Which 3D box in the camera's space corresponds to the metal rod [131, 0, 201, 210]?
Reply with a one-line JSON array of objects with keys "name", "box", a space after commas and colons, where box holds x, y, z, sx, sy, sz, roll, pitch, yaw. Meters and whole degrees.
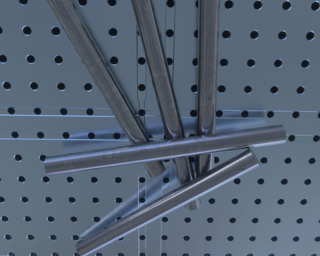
[{"name": "metal rod", "box": [0.012, -0.022, 0.405, 0.025, 0.025, 0.298, -13, 110, 4]}]

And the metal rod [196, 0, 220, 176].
[{"name": "metal rod", "box": [0.060, -0.065, 0.390, 0.025, 0.025, 0.298, -2, 110, 0]}]

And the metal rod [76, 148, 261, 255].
[{"name": "metal rod", "box": [-0.001, 0.112, 0.433, 0.300, 0.025, 0.025, -32, 108, 19]}]

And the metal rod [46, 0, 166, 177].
[{"name": "metal rod", "box": [-0.071, -0.063, 0.389, 0.025, 0.025, 0.299, -26, 109, 9]}]

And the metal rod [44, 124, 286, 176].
[{"name": "metal rod", "box": [0.005, 0.028, 0.396, 0.302, 0.025, 0.025, -8, 110, 2]}]
